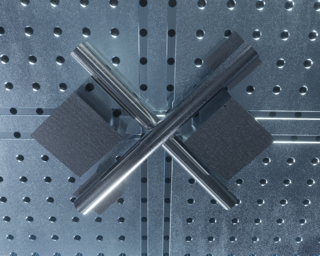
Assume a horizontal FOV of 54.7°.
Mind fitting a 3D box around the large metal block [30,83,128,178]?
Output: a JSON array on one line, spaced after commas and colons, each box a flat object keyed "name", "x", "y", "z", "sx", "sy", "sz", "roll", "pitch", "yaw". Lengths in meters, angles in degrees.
[{"name": "large metal block", "x": -0.101, "y": 0.002, "z": 0.400, "sx": 0.080, "sy": 0.050, "sz": 0.080, "roll": -41, "pitch": 105, "yaw": 13}]

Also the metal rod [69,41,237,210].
[{"name": "metal rod", "x": 0.001, "y": 0.007, "z": 0.415, "sx": 0.025, "sy": 0.025, "sz": 0.300, "roll": -41, "pitch": 105, "yaw": 13}]

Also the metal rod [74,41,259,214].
[{"name": "metal rod", "x": -0.002, "y": 0.009, "z": 0.389, "sx": 0.299, "sy": 0.025, "sz": 0.025, "roll": -43, "pitch": 105, "yaw": 14}]

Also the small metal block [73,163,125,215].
[{"name": "small metal block", "x": -0.087, "y": 0.088, "z": 0.445, "sx": 0.050, "sy": 0.025, "sz": 0.050, "roll": 43, "pitch": 104, "yaw": -14}]

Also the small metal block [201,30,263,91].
[{"name": "small metal block", "x": 0.088, "y": -0.084, "z": 0.384, "sx": 0.050, "sy": 0.025, "sz": 0.050, "roll": -42, "pitch": 105, "yaw": 14}]

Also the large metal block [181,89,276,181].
[{"name": "large metal block", "x": 0.086, "y": 0.008, "z": 0.404, "sx": 0.080, "sy": 0.050, "sz": 0.080, "roll": 41, "pitch": 105, "yaw": -14}]
